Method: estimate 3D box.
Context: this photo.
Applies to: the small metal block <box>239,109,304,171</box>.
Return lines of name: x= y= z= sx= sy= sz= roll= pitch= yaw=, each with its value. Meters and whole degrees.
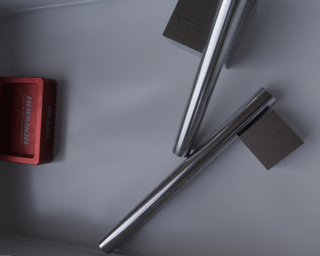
small metal block: x=0.130 y=0.014 z=0.365 sx=0.050 sy=0.025 sz=0.050 roll=-42 pitch=77 yaw=15

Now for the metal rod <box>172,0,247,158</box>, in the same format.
metal rod: x=0.060 y=-0.088 z=0.318 sx=0.025 sy=0.025 sz=0.298 roll=28 pitch=127 yaw=17

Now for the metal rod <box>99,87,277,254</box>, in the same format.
metal rod: x=0.027 y=0.063 z=0.400 sx=0.299 sy=0.025 sz=0.025 roll=-45 pitch=76 yaw=14

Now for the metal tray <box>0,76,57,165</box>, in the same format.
metal tray: x=-0.210 y=-0.013 z=0.479 sx=0.090 sy=0.030 sz=0.129 roll=4 pitch=91 yaw=19

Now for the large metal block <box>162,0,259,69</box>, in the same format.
large metal block: x=0.061 y=-0.127 z=0.371 sx=0.080 sy=0.050 sz=0.080 roll=28 pitch=99 yaw=11
